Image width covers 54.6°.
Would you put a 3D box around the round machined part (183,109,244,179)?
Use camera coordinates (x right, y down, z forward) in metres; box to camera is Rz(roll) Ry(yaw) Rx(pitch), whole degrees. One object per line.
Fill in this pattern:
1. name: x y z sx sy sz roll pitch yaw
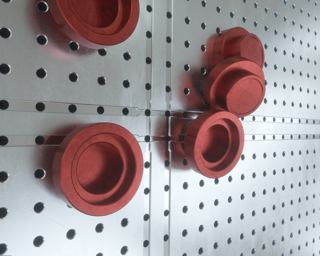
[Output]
1. round machined part: 0.074 0.021 0.451 0.099 0.042 0.097 -8 104 -33

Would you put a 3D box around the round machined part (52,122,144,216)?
1. round machined part: -0.070 0.043 0.339 0.099 0.042 0.097 0 90 -40

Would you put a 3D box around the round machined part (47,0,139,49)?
1. round machined part: -0.074 -0.134 0.335 0.099 0.042 0.097 0 90 -40

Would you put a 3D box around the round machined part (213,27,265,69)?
1. round machined part: 0.135 -0.117 0.509 0.099 0.042 0.097 0 91 -40

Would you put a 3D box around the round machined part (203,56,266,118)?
1. round machined part: 0.118 -0.055 0.468 0.099 0.042 0.097 -11 121 -19
